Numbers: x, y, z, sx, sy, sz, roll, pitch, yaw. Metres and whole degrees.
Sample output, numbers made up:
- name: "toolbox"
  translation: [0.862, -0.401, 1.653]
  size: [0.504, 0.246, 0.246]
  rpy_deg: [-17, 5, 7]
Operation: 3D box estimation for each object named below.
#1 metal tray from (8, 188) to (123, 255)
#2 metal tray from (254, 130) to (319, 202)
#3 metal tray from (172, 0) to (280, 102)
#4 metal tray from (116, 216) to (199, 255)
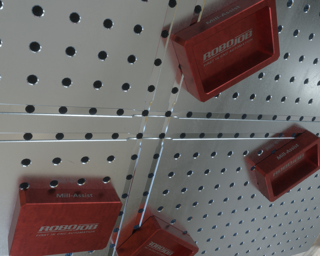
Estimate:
- name: "metal tray"
  translation: [-0.126, 0.127, 0.418]
  size: [0.131, 0.030, 0.089]
  rpy_deg: [8, 115, -32]
- name: "metal tray"
  translation: [0.248, 0.074, 0.592]
  size: [0.131, 0.030, 0.090]
  rpy_deg: [-32, 129, -8]
- name: "metal tray"
  translation: [0.089, -0.102, 0.395]
  size: [0.131, 0.030, 0.090]
  rpy_deg: [-30, 129, -9]
- name: "metal tray"
  translation: [-0.001, 0.215, 0.542]
  size: [0.090, 0.030, 0.130]
  rpy_deg: [-45, 130, 3]
